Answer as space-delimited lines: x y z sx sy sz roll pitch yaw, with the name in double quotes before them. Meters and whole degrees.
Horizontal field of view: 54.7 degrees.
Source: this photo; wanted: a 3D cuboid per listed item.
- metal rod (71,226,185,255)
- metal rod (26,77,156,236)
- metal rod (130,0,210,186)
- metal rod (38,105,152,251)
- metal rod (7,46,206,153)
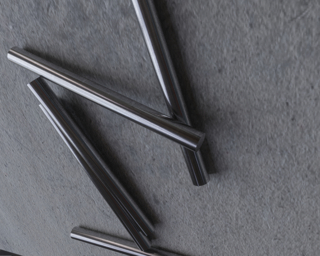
"metal rod" -0.036 0.224 0.562 0.301 0.025 0.025 5 121 25
"metal rod" -0.098 0.052 0.480 0.025 0.025 0.299 -22 110 36
"metal rod" 0.009 -0.059 0.364 0.025 0.025 0.298 -6 116 30
"metal rod" -0.099 0.083 0.508 0.025 0.025 0.299 -21 108 35
"metal rod" -0.082 -0.045 0.401 0.301 0.025 0.025 26 128 19
